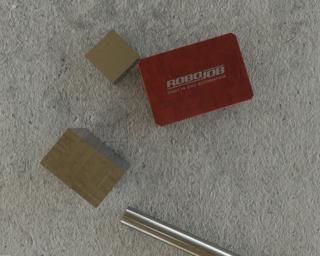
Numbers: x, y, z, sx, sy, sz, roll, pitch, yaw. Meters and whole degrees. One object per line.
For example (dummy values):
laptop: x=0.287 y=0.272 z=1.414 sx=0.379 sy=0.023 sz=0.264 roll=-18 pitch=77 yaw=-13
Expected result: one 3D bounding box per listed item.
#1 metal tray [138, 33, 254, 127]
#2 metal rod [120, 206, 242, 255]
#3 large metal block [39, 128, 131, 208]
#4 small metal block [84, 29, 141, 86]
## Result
metal tray: x=0.046 y=-0.062 z=0.408 sx=0.131 sy=0.030 sz=0.090 roll=-17 pitch=90 yaw=-1
metal rod: x=0.090 y=0.176 z=0.411 sx=0.301 sy=0.025 sz=0.025 roll=24 pitch=90 yaw=-1
large metal block: x=-0.086 y=0.044 z=0.381 sx=0.080 sy=0.080 sz=0.050 roll=39 pitch=90 yaw=-1
small metal block: x=-0.061 y=-0.092 z=0.409 sx=0.050 sy=0.025 sz=0.050 roll=-45 pitch=91 yaw=0
